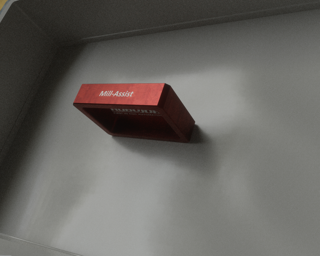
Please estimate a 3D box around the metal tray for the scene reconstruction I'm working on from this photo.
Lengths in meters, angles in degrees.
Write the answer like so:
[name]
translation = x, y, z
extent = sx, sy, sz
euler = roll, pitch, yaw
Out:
[metal tray]
translation = -0.032, -0.019, 0.392
extent = 0.130, 0.090, 0.030
euler = 4, 64, 30
